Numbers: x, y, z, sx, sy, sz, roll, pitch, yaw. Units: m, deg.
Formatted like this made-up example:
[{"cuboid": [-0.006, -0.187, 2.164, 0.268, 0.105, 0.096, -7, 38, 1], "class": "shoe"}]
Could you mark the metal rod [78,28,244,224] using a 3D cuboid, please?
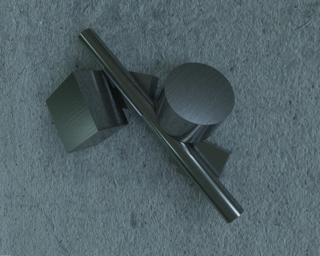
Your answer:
[{"cuboid": [-0.007, -0.012, 0.385, 0.025, 0.025, 0.300, -43, 77, 15], "class": "metal rod"}]

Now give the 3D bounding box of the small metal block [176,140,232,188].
[{"cuboid": [0.056, 0.043, 0.390, 0.050, 0.025, 0.050, 26, 98, 17], "class": "small metal block"}]

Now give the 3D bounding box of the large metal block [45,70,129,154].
[{"cuboid": [-0.099, -0.021, 0.413, 0.080, 0.050, 0.080, -31, 80, 41], "class": "large metal block"}]

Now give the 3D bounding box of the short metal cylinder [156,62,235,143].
[{"cuboid": [0.039, -0.029, 0.361, 0.081, 0.050, 0.080, 5, 64, -11], "class": "short metal cylinder"}]

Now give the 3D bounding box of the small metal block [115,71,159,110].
[{"cuboid": [-0.034, -0.049, 0.421, 0.050, 0.025, 0.050, 13, 94, 19], "class": "small metal block"}]
